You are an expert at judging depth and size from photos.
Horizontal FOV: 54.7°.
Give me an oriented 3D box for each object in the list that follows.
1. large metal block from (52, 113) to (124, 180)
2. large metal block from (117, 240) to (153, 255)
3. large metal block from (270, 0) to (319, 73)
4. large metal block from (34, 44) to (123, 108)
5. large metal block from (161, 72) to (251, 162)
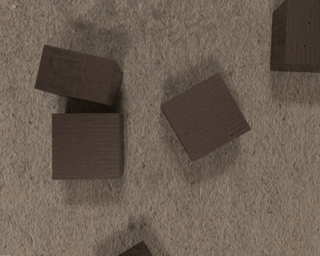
[{"bbox_3d":[-0.089,0.022,0.396,0.081,0.050,0.079,0,90,-1],"label":"large metal block"},{"bbox_3d":[-0.036,0.208,0.397,0.080,0.050,0.080,-31,90,0],"label":"large metal block"},{"bbox_3d":[0.193,-0.116,0.400,0.081,0.050,0.079,2,90,-1],"label":"large metal block"},{"bbox_3d":[-0.094,-0.059,0.381,0.080,0.080,0.050,12,90,-1],"label":"large metal block"},{"bbox_3d":[0.056,-0.013,0.398,0.080,0.050,0.080,-30,90,0],"label":"large metal block"}]
